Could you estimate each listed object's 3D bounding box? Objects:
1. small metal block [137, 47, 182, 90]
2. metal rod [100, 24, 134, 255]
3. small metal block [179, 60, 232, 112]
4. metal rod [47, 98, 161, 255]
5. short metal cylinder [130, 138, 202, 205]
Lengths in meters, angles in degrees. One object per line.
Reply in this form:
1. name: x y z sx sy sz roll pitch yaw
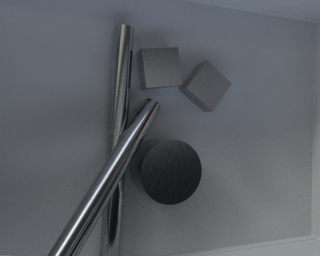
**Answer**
1. small metal block: -0.001 -0.079 0.411 0.050 0.025 0.050 -8 93 -20
2. metal rod: -0.055 0.021 0.391 0.025 0.025 0.298 4 89 -20
3. small metal block: 0.064 -0.058 0.436 0.050 0.025 0.050 39 77 -16
4. metal rod: -0.068 0.077 0.321 0.025 0.025 0.301 40 52 -16
5. short metal cylinder: 0.006 0.054 0.401 0.081 0.050 0.079 0 90 -21
